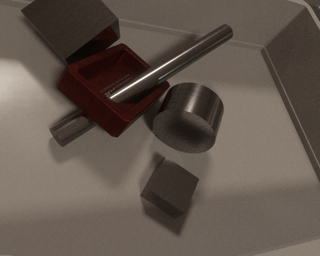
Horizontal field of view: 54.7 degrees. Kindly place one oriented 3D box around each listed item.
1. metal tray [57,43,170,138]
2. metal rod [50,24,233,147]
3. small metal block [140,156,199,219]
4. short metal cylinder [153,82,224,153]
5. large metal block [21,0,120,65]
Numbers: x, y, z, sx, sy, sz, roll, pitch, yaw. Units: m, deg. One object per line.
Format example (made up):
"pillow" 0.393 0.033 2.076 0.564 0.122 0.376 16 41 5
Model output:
"metal tray" -0.050 -0.053 0.386 0.090 0.030 0.131 42 35 0
"metal rod" -0.006 -0.069 0.409 0.302 0.025 0.025 -36 83 -27
"small metal block" 0.012 0.071 0.371 0.050 0.025 0.050 35 51 -6
"short metal cylinder" 0.037 -0.012 0.399 0.080 0.080 0.050 31 52 -9
"large metal block" -0.108 -0.130 0.391 0.080 0.050 0.080 -41 85 -11
